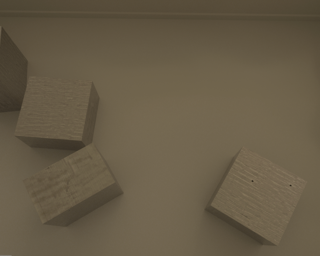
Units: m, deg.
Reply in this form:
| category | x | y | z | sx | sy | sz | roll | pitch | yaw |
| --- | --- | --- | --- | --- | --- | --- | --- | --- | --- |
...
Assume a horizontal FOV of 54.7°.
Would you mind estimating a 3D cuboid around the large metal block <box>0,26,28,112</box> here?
| category | x | y | z | sx | sy | sz | roll | pitch | yaw |
| --- | --- | --- | --- | --- | --- | --- | --- | --- | --- |
| large metal block | -0.216 | -0.073 | 0.405 | 0.050 | 0.080 | 0.080 | -6 | 70 | -2 |

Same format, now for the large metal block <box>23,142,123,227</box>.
| category | x | y | z | sx | sy | sz | roll | pitch | yaw |
| --- | --- | --- | --- | --- | --- | --- | --- | --- | --- |
| large metal block | -0.093 | 0.068 | 0.355 | 0.080 | 0.080 | 0.050 | -29 | 73 | -10 |

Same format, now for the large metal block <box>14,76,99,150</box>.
| category | x | y | z | sx | sy | sz | roll | pitch | yaw |
| --- | --- | --- | --- | --- | --- | --- | --- | --- | --- |
| large metal block | -0.129 | -0.017 | 0.402 | 0.080 | 0.050 | 0.080 | 4 | 70 | 1 |

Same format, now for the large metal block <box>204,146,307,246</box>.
| category | x | y | z | sx | sy | sz | roll | pitch | yaw |
| --- | --- | --- | --- | --- | --- | --- | --- | --- | --- |
| large metal block | 0.111 | 0.081 | 0.367 | 0.080 | 0.050 | 0.080 | 30 | 73 | 10 |
